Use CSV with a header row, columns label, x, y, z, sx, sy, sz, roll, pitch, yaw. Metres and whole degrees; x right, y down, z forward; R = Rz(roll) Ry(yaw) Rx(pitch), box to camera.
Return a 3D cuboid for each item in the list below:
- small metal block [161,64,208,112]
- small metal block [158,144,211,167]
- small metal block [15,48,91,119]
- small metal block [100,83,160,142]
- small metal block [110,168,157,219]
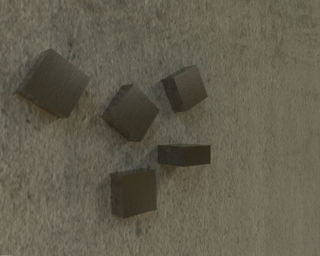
label,x,y,z,sx,sy,sz,roll,pitch,yaw
small metal block,0.036,-0.056,0.437,0.050,0.025,0.050,-34,111,-35
small metal block,0.033,0.035,0.418,0.050,0.050,0.025,0,91,-40
small metal block,-0.107,-0.044,0.316,0.050,0.025,0.050,38,67,-34
small metal block,-0.035,-0.018,0.377,0.050,0.025,0.050,45,63,-31
small metal block,-0.032,0.078,0.380,0.050,0.025,0.050,-3,92,-40
